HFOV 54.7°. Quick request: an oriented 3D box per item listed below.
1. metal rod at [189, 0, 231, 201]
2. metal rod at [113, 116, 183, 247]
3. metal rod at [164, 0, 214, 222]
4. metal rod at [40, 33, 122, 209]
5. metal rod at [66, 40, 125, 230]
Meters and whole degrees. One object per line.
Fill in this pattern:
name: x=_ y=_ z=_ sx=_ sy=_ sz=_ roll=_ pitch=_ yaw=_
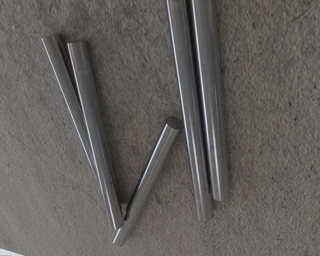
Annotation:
metal rod: x=0.058 y=-0.040 z=0.351 sx=0.025 sy=0.025 sz=0.298 roll=4 pitch=120 yaw=26
metal rod: x=-0.028 y=0.101 z=0.484 sx=0.025 sy=0.025 sz=0.298 roll=30 pitch=128 yaw=9
metal rod: x=0.041 y=-0.004 z=0.382 sx=0.025 sy=0.025 sz=0.298 roll=4 pitch=120 yaw=26
metal rod: x=-0.111 y=0.009 z=0.470 sx=0.025 sy=0.025 sz=0.298 roll=0 pitch=119 yaw=28
metal rod: x=-0.089 y=0.025 z=0.454 sx=0.025 sy=0.025 sz=0.298 roll=5 pitch=116 yaw=26
